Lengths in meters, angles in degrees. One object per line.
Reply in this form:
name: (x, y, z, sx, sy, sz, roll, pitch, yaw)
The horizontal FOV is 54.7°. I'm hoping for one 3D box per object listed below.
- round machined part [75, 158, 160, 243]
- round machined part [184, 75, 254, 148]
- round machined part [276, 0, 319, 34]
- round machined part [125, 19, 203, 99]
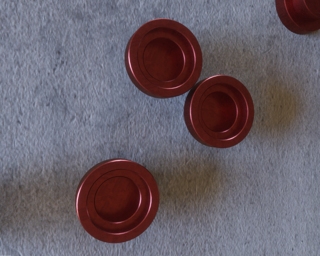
round machined part: (-0.054, 0.086, 0.381, 0.099, 0.042, 0.097, 0, 90, -21)
round machined part: (0.077, -0.022, 0.430, 0.099, 0.042, 0.097, 0, 90, -21)
round machined part: (0.236, -0.202, 0.489, 0.099, 0.042, 0.097, 0, 90, -21)
round machined part: (0.002, -0.087, 0.402, 0.099, 0.042, 0.097, 0, 90, -21)
